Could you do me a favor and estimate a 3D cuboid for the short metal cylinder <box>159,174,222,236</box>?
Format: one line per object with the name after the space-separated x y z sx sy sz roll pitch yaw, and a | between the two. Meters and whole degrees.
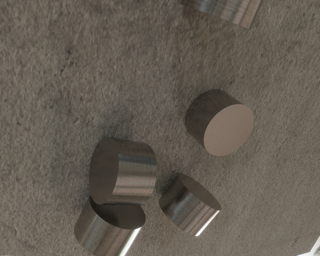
0.045 0.115 0.469 0.080 0.080 0.050 30 101 -38 | short metal cylinder

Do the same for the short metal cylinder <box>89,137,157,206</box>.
-0.047 0.054 0.380 0.050 0.080 0.079 12 112 -34 | short metal cylinder

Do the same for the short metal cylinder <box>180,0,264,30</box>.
0.067 -0.141 0.322 0.081 0.080 0.050 6 115 -32 | short metal cylinder

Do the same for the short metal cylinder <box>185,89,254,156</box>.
0.082 -0.008 0.433 0.081 0.050 0.079 -14 125 -21 | short metal cylinder

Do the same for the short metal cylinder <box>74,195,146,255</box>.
-0.066 0.126 0.414 0.081 0.080 0.050 17 109 -35 | short metal cylinder
